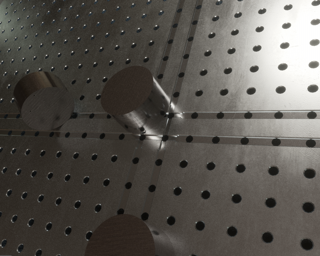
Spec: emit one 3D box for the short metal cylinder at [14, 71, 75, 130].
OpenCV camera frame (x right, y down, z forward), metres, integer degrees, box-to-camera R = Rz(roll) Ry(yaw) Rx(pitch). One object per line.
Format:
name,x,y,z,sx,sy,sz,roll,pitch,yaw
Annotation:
short metal cylinder,-0.184,-0.043,0.494,0.080,0.080,0.050,-42,51,-1

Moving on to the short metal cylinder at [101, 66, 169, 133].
short metal cylinder,-0.035,-0.040,0.433,0.080,0.050,0.080,-13,56,20

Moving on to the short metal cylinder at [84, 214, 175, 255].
short metal cylinder,-0.031,0.136,0.324,0.080,0.050,0.080,-13,56,20
